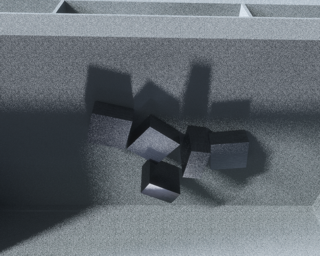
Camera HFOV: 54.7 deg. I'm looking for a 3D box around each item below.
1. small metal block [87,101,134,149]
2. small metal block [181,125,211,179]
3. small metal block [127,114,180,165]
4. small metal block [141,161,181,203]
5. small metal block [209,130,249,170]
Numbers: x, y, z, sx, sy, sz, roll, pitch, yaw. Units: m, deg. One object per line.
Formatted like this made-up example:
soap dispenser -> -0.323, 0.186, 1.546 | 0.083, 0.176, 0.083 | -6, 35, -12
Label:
small metal block -> -0.065, -0.003, 0.403 | 0.050, 0.025, 0.050 | 12, 129, -10
small metal block -> 0.047, 0.032, 0.419 | 0.025, 0.050, 0.050 | 7, 130, -7
small metal block -> -0.009, 0.017, 0.420 | 0.050, 0.025, 0.050 | 31, 123, -24
small metal block -> 0.001, 0.076, 0.455 | 0.050, 0.050, 0.025 | 24, 127, -20
small metal block -> 0.095, 0.031, 0.434 | 0.050, 0.025, 0.050 | -4, 130, 3
